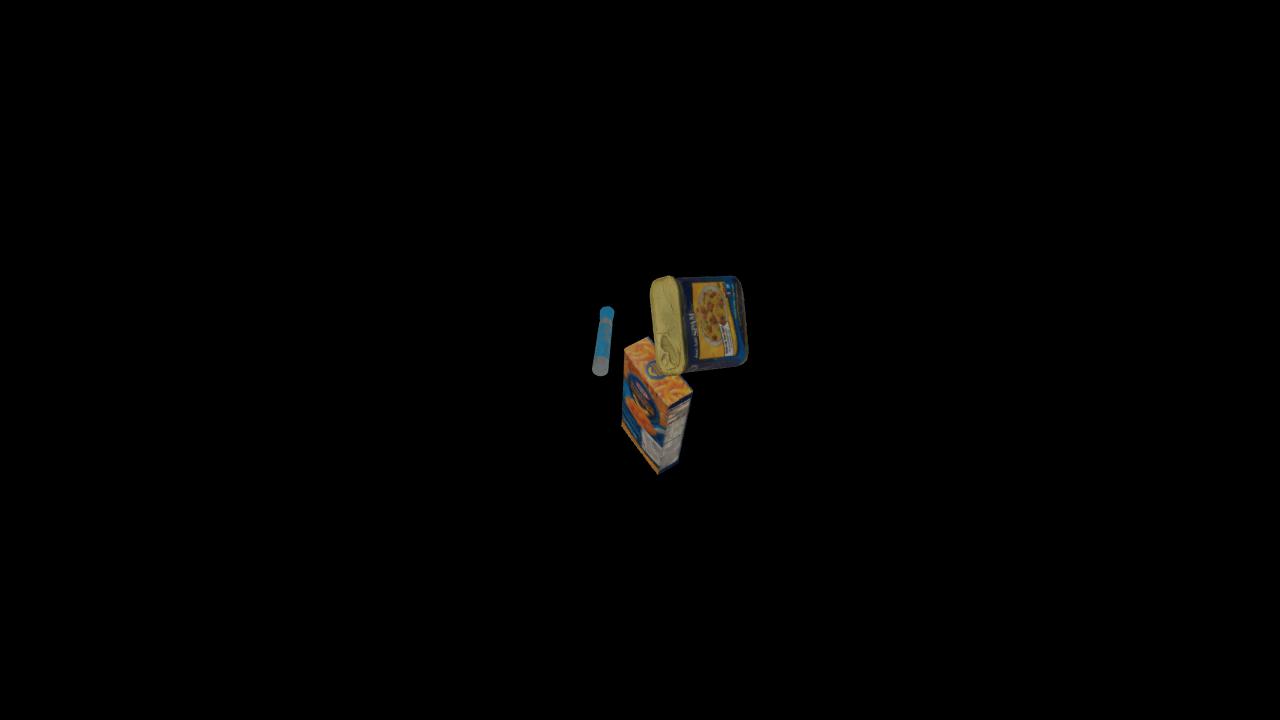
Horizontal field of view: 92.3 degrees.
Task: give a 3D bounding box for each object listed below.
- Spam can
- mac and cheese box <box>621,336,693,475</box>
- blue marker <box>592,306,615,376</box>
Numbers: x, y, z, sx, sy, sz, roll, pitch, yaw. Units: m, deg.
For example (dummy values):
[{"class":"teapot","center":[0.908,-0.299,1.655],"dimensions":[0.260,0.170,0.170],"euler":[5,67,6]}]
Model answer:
[{"class":"Spam can","center":[0.063,-0.038,0.646],"dimensions":[0.085,0.101,0.058],"euler":[-7,3,-28]},{"class":"mac and cheese box","center":[0.016,0.062,0.760],"dimensions":[0.041,0.093,0.184],"euler":[-27,-30,-19]},{"class":"blue marker","center":[-0.043,-0.027,0.743],"dimensions":[0.020,0.020,0.121],"euler":[0,40,2]}]
